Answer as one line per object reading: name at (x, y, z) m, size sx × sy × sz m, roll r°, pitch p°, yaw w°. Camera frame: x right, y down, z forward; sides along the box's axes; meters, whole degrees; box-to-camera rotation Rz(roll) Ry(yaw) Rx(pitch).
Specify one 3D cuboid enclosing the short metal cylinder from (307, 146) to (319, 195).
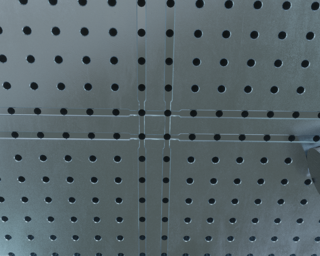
short metal cylinder at (0.238, 0.058, 0.409) m, size 0.050 × 0.080 × 0.080 m, roll -16°, pitch 110°, yaw 5°
